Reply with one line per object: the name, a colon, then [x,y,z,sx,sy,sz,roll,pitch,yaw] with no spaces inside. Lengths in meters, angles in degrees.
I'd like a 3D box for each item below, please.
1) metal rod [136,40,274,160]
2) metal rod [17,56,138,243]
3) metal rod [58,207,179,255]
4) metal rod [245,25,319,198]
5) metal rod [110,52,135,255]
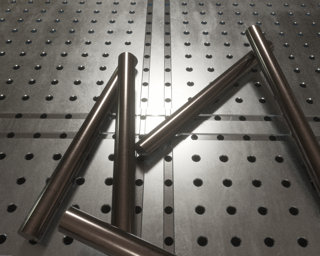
metal rod: [0.079,-0.054,0.454,0.025,0.025,0.302,36,58,26]
metal rod: [-0.090,0.000,0.406,0.025,0.025,0.300,13,51,10]
metal rod: [0.050,0.141,0.267,0.301,0.025,0.025,22,53,9]
metal rod: [0.172,-0.034,0.420,0.025,0.025,0.299,-6,56,-6]
metal rod: [-0.042,0.019,0.374,0.025,0.025,0.300,-2,55,-2]
